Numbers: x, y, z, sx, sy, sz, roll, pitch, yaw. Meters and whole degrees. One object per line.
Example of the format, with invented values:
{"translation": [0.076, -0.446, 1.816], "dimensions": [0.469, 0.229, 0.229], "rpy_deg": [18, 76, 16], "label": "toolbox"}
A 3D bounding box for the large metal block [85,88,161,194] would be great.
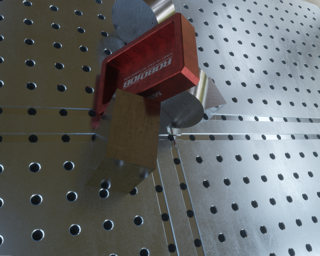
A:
{"translation": [-0.041, 0.017, 0.340], "dimensions": [0.050, 0.080, 0.080], "rpy_deg": [17, 55, -19], "label": "large metal block"}

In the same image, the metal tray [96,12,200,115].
{"translation": [-0.018, -0.069, 0.373], "dimensions": [0.030, 0.130, 0.090], "rpy_deg": [33, 46, -43], "label": "metal tray"}

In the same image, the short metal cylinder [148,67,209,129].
{"translation": [0.021, -0.043, 0.411], "dimensions": [0.080, 0.080, 0.050], "rpy_deg": [25, 53, -13], "label": "short metal cylinder"}

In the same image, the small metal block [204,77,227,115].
{"translation": [0.065, -0.047, 0.472], "dimensions": [0.050, 0.025, 0.050], "rpy_deg": [-17, 71, -35], "label": "small metal block"}

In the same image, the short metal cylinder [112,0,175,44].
{"translation": [-0.024, -0.164, 0.460], "dimensions": [0.080, 0.080, 0.050], "rpy_deg": [40, 51, -1], "label": "short metal cylinder"}
